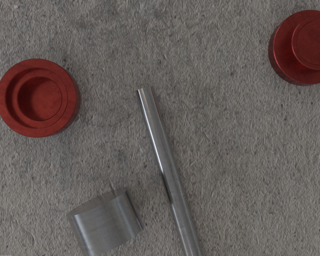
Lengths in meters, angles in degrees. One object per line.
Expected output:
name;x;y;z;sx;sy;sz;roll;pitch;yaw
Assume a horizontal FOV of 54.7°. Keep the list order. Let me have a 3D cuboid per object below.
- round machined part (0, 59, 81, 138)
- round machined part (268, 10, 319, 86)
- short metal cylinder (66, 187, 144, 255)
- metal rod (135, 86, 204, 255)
round machined part;-0.151;-0.037;0.400;0.099;0.042;0.097;0;90;0
round machined part;0.197;-0.106;0.403;0.099;0.042;0.097;0;90;0
short metal cylinder;-0.067;0.113;0.382;0.080;0.080;0.050;-22;90;0
metal rod;0.022;0.091;0.410;0.025;0.025;0.298;-17;90;0
